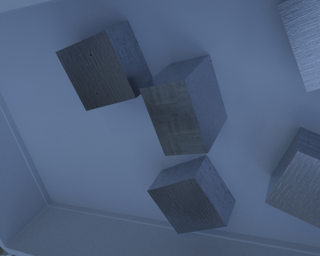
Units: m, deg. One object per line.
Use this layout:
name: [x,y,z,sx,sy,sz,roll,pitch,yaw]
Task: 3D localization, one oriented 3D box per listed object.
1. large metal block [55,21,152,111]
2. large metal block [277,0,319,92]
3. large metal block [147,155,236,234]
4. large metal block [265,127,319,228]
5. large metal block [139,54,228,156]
large metal block: [-0.065,-0.074,0.380,0.080,0.050,0.080,-11,113,32]
large metal block: [0.154,-0.086,0.258,0.080,0.050,0.080,-15,111,34]
large metal block: [0.044,0.093,0.426,0.080,0.050,0.080,-24,106,36]
large metal block: [0.173,0.058,0.337,0.080,0.050,0.079,24,127,13]
large metal block: [0.030,-0.026,0.340,0.050,0.080,0.080,-7,115,31]
